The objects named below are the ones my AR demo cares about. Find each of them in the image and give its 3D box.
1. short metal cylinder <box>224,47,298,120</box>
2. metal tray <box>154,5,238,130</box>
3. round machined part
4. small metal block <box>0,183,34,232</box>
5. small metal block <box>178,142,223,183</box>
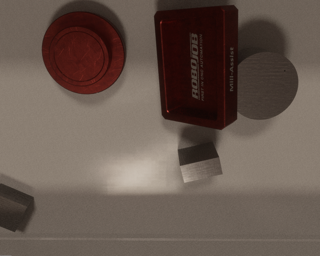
[{"bbox_3d":[0.119,-0.056,0.379,0.081,0.050,0.079,0,110,-1],"label":"short metal cylinder"},{"bbox_3d":[0.041,-0.069,0.356,0.090,0.030,0.129,12,116,38],"label":"metal tray"},{"bbox_3d":[-0.091,-0.087,0.369,0.099,0.042,0.097,0,110,-1],"label":"round machined part"},{"bbox_3d":[-0.222,0.116,0.451,0.050,0.025,0.050,27,108,-10],"label":"small metal block"},{"bbox_3d":[0.052,0.045,0.415,0.050,0.050,0.025,-13,110,4],"label":"small metal block"}]
